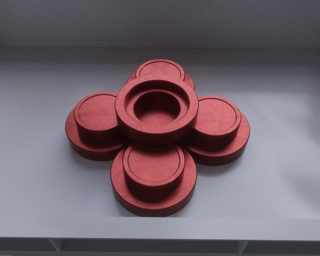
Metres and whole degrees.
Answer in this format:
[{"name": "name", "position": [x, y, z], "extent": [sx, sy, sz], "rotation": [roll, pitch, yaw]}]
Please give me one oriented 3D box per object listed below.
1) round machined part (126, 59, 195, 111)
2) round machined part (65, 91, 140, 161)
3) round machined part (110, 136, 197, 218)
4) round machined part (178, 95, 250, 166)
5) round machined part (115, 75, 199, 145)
[{"name": "round machined part", "position": [0.000, -0.061, 0.441], "extent": [0.099, 0.042, 0.098], "rotation": [0, 50, 0]}, {"name": "round machined part", "position": [-0.072, -0.009, 0.398], "extent": [0.099, 0.042, 0.098], "rotation": [0, 50, 0]}, {"name": "round machined part", "position": [-0.007, 0.048, 0.351], "extent": [0.099, 0.042, 0.098], "rotation": [1, 48, -1]}, {"name": "round machined part", "position": [0.065, -0.004, 0.394], "extent": [0.099, 0.042, 0.098], "rotation": [0, 50, 0]}, {"name": "round machined part", "position": [-0.003, -0.017, 0.379], "extent": [0.099, 0.042, 0.098], "rotation": [0, 50, 0]}]
